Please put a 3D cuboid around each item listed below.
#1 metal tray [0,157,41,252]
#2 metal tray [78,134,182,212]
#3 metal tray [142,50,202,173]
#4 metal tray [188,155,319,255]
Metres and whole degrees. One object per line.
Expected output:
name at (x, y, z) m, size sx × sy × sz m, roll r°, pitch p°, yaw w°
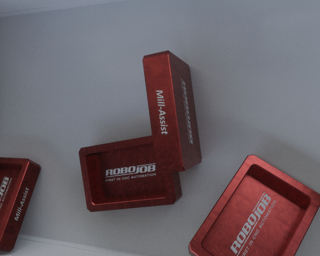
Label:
metal tray at (-0.243, 0.110, 0.463) m, size 0.090 × 0.030 × 0.130 m, roll 0°, pitch 63°, yaw 20°
metal tray at (-0.042, 0.061, 0.422) m, size 0.130 × 0.030 × 0.089 m, roll -10°, pitch 87°, yaw 19°
metal tray at (0.018, -0.017, 0.369) m, size 0.030 × 0.090 × 0.129 m, roll -8°, pitch 87°, yaw 20°
metal tray at (0.102, 0.104, 0.335) m, size 0.090 × 0.030 × 0.130 m, roll 33°, pitch 67°, yaw 18°
